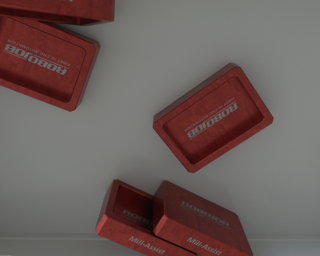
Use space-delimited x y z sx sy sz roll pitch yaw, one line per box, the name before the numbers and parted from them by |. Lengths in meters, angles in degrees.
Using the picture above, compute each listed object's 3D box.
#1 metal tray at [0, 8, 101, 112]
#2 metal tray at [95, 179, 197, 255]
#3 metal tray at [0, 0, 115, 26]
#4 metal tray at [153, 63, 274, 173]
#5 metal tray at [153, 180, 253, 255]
metal tray | -0.150 -0.085 0.375 0.131 0.030 0.089 21 109 -8
metal tray | -0.016 0.129 0.424 0.131 0.090 0.030 27 108 -10
metal tray | -0.121 -0.124 0.299 0.131 0.090 0.030 -4 104 -32
metal tray | 0.067 -0.011 0.405 0.130 0.030 0.090 -35 107 11
metal tray | 0.055 0.131 0.425 0.131 0.090 0.030 27 108 -10
